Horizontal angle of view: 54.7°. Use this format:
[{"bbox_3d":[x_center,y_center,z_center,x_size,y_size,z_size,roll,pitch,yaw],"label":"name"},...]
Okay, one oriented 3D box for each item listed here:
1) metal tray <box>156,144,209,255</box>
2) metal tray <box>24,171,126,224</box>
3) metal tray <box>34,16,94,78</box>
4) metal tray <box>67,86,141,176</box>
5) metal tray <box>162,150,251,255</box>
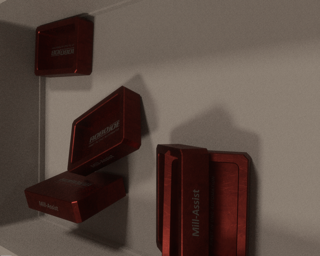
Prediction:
[{"bbox_3d":[0.023,0.085,0.354,0.090,0.030,0.129,-179,89,-73],"label":"metal tray"},{"bbox_3d":[-0.127,0.096,0.463,0.130,0.091,0.030,0,105,39],"label":"metal tray"},{"bbox_3d":[-0.170,-0.136,0.540,0.130,0.030,0.089,5,93,39],"label":"metal tray"},{"bbox_3d":[-0.082,0.007,0.449,0.130,0.030,0.090,-28,51,36],"label":"metal tray"},{"bbox_3d":[0.051,0.090,0.341,0.090,0.030,0.129,2,90,21],"label":"metal tray"}]
